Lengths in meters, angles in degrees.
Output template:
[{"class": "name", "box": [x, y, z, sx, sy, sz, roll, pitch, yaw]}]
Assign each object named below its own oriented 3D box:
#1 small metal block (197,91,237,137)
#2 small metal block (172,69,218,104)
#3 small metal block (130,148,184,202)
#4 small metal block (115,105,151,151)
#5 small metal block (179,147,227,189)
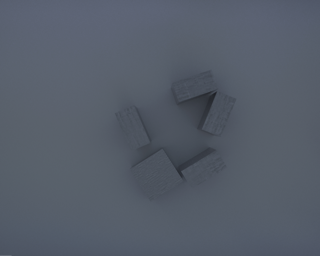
[{"class": "small metal block", "box": [0.072, -0.017, 0.399, 0.025, 0.050, 0.050, 22, 90, 0]}, {"class": "small metal block", "box": [0.043, -0.051, 0.399, 0.050, 0.050, 0.025, -19, 90, 0]}, {"class": "small metal block", "box": [-0.004, 0.061, 0.411, 0.050, 0.025, 0.050, -33, 90, 0]}, {"class": "small metal block", "box": [-0.033, 0.000, 0.398, 0.025, 0.050, 0.050, -24, 90, 0]}, {"class": "small metal block", "box": [0.054, 0.050, 0.399, 0.050, 0.050, 0.025, -31, 90, 0]}]
